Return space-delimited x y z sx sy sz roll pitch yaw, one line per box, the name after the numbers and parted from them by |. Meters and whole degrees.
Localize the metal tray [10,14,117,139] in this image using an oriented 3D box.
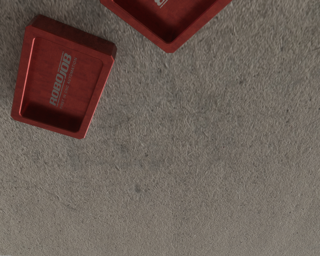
-0.113 -0.052 0.358 0.091 0.030 0.129 18 128 -16 | metal tray

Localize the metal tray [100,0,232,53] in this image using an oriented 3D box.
0.018 -0.135 0.270 0.090 0.030 0.129 32 136 -25 | metal tray
